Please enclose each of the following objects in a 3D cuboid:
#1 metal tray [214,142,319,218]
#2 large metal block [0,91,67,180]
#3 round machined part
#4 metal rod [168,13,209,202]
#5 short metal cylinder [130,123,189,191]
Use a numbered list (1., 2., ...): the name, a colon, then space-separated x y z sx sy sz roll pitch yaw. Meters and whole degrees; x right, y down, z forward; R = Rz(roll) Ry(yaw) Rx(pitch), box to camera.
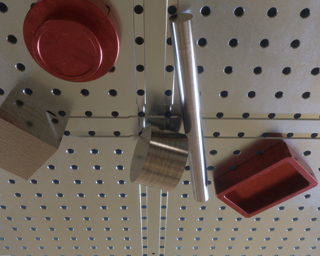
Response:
1. metal tray: 0.162 0.086 0.483 0.130 0.030 0.090 -36 122 26
2. large metal block: -0.183 0.012 0.403 0.080 0.050 0.080 35 122 -26
3. round machined part: -0.092 -0.089 0.324 0.099 0.042 0.097 -1 130 0
4. metal rod: 0.044 -0.001 0.411 0.025 0.025 0.298 -7 130 5
5. short metal cylinder: -0.003 0.039 0.409 0.050 0.080 0.079 17 128 -15
